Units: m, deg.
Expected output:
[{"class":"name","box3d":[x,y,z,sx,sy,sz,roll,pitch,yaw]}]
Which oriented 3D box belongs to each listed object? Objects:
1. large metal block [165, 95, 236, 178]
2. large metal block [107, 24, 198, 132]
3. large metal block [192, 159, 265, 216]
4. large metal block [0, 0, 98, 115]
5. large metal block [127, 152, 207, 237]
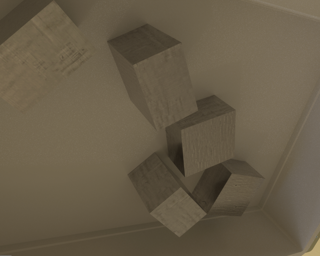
[{"class":"large metal block","box3d":[0.056,0.010,0.429,0.081,0.050,0.079,-20,126,-17]},{"class":"large metal block","box3d":[-0.008,-0.056,0.334,0.050,0.080,0.080,-28,128,-11]},{"class":"large metal block","box3d":[0.112,0.097,0.514,0.081,0.050,0.080,13,111,-34]},{"class":"large metal block","box3d":[-0.111,-0.071,0.269,0.080,0.080,0.050,-41,129,0]},{"class":"large metal block","box3d":[0.010,0.093,0.436,0.050,0.080,0.080,-40,129,-1]}]
